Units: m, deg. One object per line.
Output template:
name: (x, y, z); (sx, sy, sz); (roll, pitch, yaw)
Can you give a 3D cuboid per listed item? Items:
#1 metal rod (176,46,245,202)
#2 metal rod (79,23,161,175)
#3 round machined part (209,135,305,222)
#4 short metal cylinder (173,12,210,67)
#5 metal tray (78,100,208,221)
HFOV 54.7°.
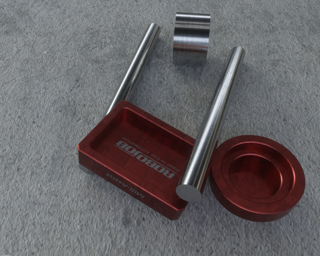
metal rod: (0.077, -0.030, 0.400); (0.025, 0.025, 0.301); (15, 43, 12)
metal rod: (-0.047, -0.063, 0.456); (0.025, 0.025, 0.300); (11, 51, 9)
round machined part: (0.103, 0.058, 0.344); (0.099, 0.042, 0.098); (0, 50, 0)
short metal cylinder: (0.049, -0.137, 0.483); (0.050, 0.080, 0.080); (5, 50, 4)
metal tray: (-0.015, 0.032, 0.354); (0.130, 0.030, 0.090); (30, 53, 9)
